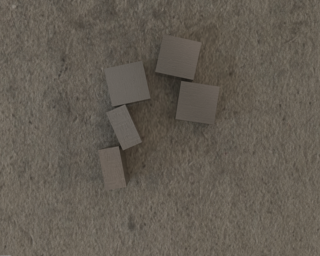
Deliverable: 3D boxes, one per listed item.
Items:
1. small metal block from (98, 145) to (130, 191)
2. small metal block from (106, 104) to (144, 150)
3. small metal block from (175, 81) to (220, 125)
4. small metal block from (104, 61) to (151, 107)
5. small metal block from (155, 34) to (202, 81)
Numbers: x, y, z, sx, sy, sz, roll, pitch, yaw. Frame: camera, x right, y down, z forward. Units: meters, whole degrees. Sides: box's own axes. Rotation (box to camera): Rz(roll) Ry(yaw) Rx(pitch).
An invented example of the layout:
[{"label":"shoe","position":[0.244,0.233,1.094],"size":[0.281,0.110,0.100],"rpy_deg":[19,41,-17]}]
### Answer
[{"label":"small metal block","position":[-0.057,0.048,0.397],"size":[0.025,0.050,0.050],"rpy_deg":[-11,90,0]},{"label":"small metal block","position":[-0.043,-0.001,0.397],"size":[0.025,0.050,0.050],"rpy_deg":[-24,90,0]},{"label":"small metal block","position":[0.048,-0.032,0.411],"size":[0.050,0.025,0.050],"rpy_deg":[8,90,-1]},{"label":"small metal block","position":[-0.042,-0.057,0.409],"size":[0.050,0.025,0.050],"rpy_deg":[-12,90,-1]},{"label":"small metal block","position":[0.024,-0.091,0.410],"size":[0.050,0.025,0.050],"rpy_deg":[12,90,-1]}]
